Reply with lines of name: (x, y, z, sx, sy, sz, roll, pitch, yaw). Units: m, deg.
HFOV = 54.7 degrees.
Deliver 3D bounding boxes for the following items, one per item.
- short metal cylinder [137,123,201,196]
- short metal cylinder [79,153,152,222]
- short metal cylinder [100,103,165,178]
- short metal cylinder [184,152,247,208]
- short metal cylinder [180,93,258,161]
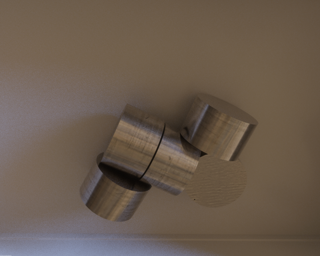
short metal cylinder: (0.011, 0.039, 0.396, 0.050, 0.080, 0.080, 25, 108, -9)
short metal cylinder: (-0.057, 0.075, 0.407, 0.080, 0.080, 0.050, 28, 108, -10)
short metal cylinder: (-0.034, 0.016, 0.386, 0.050, 0.080, 0.080, 24, 108, -9)
short metal cylinder: (0.071, 0.059, 0.419, 0.081, 0.050, 0.079, 0, 110, -1)
short metal cylinder: (0.071, -0.003, 0.380, 0.080, 0.080, 0.050, 22, 109, -8)
